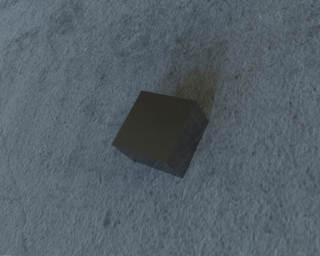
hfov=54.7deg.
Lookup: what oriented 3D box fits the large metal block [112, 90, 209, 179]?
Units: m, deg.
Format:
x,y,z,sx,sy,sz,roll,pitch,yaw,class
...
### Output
x,y,z,sx,sy,sz,roll,pitch,yaw,class
0.002,0.006,0.382,0.080,0.050,0.080,15,69,33,large metal block
